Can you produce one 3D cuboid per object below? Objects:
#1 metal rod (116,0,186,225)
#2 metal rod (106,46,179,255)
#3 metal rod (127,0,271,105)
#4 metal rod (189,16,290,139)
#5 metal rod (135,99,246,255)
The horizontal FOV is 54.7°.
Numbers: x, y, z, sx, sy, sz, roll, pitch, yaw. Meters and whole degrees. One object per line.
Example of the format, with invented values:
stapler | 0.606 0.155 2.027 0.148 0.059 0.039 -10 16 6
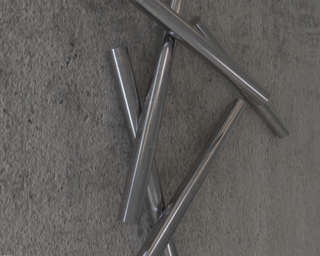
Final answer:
metal rod | -0.005 -0.039 0.372 0.025 0.025 0.299 28 64 -37
metal rod | -0.016 0.050 0.390 0.025 0.025 0.298 -22 104 -38
metal rod | 0.027 -0.120 0.381 0.301 0.025 0.025 33 69 -20
metal rod | 0.145 -0.071 0.525 0.301 0.025 0.025 40 66 -33
metal rod | 0.055 0.058 0.428 0.301 0.025 0.025 -52 121 -35
